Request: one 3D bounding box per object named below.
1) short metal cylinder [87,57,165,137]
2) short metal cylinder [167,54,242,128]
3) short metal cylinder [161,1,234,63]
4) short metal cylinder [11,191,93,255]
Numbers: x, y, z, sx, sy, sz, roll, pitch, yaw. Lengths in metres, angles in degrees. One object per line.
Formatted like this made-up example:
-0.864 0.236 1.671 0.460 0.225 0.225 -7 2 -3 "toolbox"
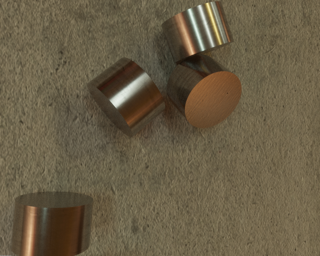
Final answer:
-0.040 -0.035 0.365 0.050 0.080 0.080 -41 103 -15 "short metal cylinder"
0.056 -0.047 0.396 0.081 0.050 0.079 -16 131 -19 "short metal cylinder"
0.048 -0.121 0.397 0.081 0.080 0.050 -22 98 -19 "short metal cylinder"
-0.116 0.102 0.337 0.081 0.080 0.050 5 89 -20 "short metal cylinder"
